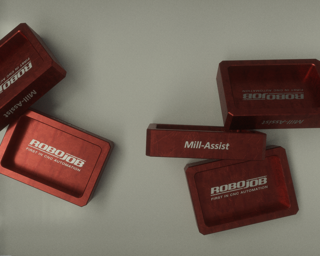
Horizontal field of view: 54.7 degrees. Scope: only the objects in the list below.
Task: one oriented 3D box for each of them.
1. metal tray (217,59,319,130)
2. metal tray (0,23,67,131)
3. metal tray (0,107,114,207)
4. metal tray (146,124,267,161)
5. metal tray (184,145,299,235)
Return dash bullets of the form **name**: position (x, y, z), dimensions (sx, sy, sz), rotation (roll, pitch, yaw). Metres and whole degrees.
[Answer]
- **metal tray**: position (0.142, -0.044, 0.386), dimensions (0.131, 0.030, 0.090), rotation (-1, 55, 0)
- **metal tray**: position (-0.193, -0.060, 0.389), dimensions (0.130, 0.030, 0.090), rotation (-40, 65, 0)
- **metal tray**: position (-0.138, 0.036, 0.407), dimensions (0.131, 0.030, 0.090), rotation (23, 90, 0)
- **metal tray**: position (0.050, 0.015, 0.378), dimensions (0.131, 0.090, 0.030), rotation (2, 95, 0)
- **metal tray**: position (0.105, 0.080, 0.409), dimensions (0.131, 0.030, 0.089), rotation (-13, 90, 0)
